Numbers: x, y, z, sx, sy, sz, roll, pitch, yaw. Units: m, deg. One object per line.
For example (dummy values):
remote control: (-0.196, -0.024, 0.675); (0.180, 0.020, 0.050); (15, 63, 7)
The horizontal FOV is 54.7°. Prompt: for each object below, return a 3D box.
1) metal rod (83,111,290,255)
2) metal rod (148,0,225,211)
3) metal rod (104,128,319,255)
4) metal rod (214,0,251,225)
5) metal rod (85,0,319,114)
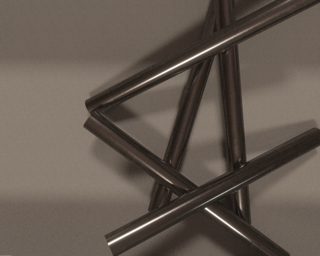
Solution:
metal rod: (0.034, 0.078, 0.386); (0.301, 0.025, 0.025); (36, 90, -1)
metal rod: (0.040, -0.031, 0.411); (0.025, 0.025, 0.298); (17, 90, -1)
metal rod: (0.079, 0.068, 0.371); (0.302, 0.025, 0.025); (-23, 90, -17)
metal rod: (0.094, -0.020, 0.399); (0.025, 0.025, 0.298); (-6, 95, 0)
metal rod: (0.040, -0.088, 0.376); (0.300, 0.025, 0.025); (-25, 91, 14)
